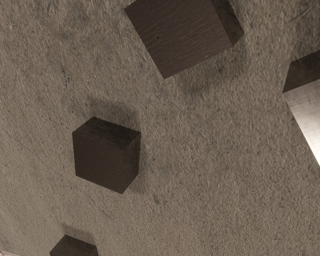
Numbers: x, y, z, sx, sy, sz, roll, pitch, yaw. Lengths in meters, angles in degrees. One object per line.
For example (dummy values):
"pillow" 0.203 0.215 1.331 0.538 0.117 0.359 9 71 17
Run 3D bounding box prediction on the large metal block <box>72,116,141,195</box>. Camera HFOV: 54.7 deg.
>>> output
"large metal block" -0.077 0.039 0.454 0.080 0.050 0.079 18 125 17

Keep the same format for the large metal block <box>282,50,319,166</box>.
"large metal block" 0.155 -0.022 0.276 0.050 0.080 0.080 -23 106 36

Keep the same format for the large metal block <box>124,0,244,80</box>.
"large metal block" 0.025 -0.107 0.310 0.080 0.050 0.080 -20 108 35

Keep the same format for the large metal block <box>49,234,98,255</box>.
"large metal block" -0.177 0.284 0.657 0.080 0.050 0.079 11 123 22
